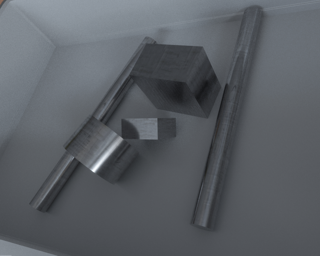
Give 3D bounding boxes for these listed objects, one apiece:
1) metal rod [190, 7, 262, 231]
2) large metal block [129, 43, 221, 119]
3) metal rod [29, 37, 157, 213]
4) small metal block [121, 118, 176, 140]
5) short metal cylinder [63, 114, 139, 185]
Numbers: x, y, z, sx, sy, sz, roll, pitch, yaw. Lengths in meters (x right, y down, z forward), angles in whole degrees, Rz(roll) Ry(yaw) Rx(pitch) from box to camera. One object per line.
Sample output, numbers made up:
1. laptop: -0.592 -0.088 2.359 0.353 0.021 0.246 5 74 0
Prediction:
1. metal rod: 0.087 -0.029 0.377 0.025 0.025 0.300 5 64 30
2. large metal block: 0.022 -0.060 0.394 0.080 0.080 0.050 13 69 33
3. metal rod: -0.091 -0.014 0.459 0.025 0.025 0.300 22 73 35
4. small metal block: -0.013 0.000 0.392 0.050 0.050 0.025 0 92 28
5. short metal cylinder: -0.073 0.027 0.391 0.080 0.080 0.050 31 79 37
